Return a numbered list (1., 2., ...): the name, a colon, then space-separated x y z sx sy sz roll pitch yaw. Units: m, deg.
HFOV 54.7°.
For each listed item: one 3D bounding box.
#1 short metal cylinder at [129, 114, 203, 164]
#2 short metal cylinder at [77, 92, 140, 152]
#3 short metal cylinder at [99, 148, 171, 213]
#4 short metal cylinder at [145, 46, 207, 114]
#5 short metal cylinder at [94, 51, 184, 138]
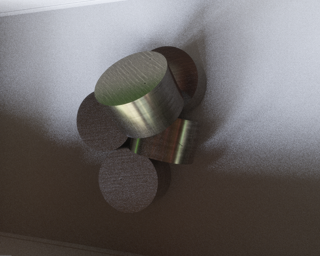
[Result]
1. short metal cylinder: 0.007 0.009 0.377 0.080 0.080 0.050 14 95 19
2. short metal cylinder: -0.063 -0.010 0.416 0.080 0.050 0.079 0 90 19
3. short metal cylinder: -0.032 0.065 0.405 0.080 0.050 0.079 0 90 19
4. short metal cylinder: 0.014 -0.057 0.390 0.080 0.050 0.079 0 90 19
5. short metal cylinder: -0.021 -0.036 0.327 0.080 0.050 0.080 -15 45 16
